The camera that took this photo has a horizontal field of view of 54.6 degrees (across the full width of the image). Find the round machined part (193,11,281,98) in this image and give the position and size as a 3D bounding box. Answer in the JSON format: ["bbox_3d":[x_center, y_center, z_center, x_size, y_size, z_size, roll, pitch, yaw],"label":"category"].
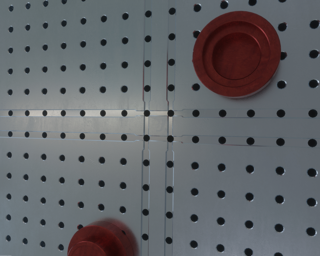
[{"bbox_3d":[0.092,-0.084,0.371,0.098,0.042,0.097,0,90,20],"label":"round machined part"}]

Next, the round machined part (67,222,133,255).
[{"bbox_3d":[-0.090,0.186,0.436,0.098,0.042,0.097,0,90,20],"label":"round machined part"}]
